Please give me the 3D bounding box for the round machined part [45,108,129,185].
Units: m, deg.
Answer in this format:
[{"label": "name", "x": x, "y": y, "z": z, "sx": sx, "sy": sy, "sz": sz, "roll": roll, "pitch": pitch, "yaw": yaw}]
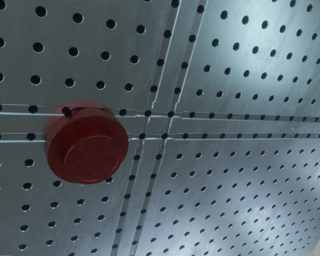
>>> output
[{"label": "round machined part", "x": -0.083, "y": 0.028, "z": 0.372, "sx": 0.099, "sy": 0.042, "sz": 0.097, "roll": -14, "pitch": 124, "yaw": -21}]
